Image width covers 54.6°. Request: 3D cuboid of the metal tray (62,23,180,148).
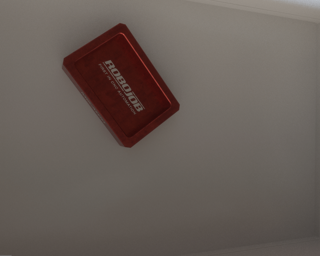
[{"bbox_3d":[-0.047,-0.051,0.390,0.090,0.030,0.130,-39,102,-16],"label":"metal tray"}]
